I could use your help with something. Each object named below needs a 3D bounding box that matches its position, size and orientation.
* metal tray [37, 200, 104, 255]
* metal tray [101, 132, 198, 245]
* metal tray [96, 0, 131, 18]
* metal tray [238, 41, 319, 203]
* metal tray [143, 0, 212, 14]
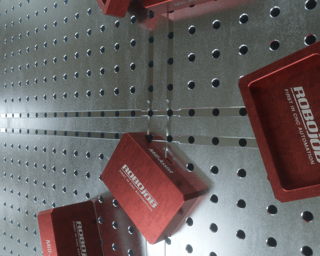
[{"bbox_3d":[-0.132,0.183,0.474,0.030,0.090,0.129,-19,78,27],"label":"metal tray"},{"bbox_3d":[-0.020,0.078,0.424,0.130,0.030,0.090,45,117,30],"label":"metal tray"},{"bbox_3d":[-0.055,-0.232,0.426,0.129,0.030,0.090,-59,45,37],"label":"metal tray"},{"bbox_3d":[0.137,-0.003,0.292,0.090,0.030,0.130,-24,75,37],"label":"metal tray"},{"bbox_3d":[0.037,-0.199,0.376,0.130,0.030,0.090,2,92,40],"label":"metal tray"}]
